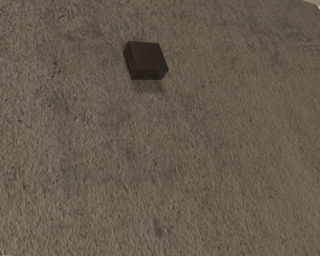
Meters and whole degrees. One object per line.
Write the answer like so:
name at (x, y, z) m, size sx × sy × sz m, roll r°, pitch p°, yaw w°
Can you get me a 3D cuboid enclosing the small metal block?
small metal block at (-0.021, -0.098, 0.454) m, size 0.050 × 0.025 × 0.050 m, roll -5°, pitch 64°, yaw -31°
